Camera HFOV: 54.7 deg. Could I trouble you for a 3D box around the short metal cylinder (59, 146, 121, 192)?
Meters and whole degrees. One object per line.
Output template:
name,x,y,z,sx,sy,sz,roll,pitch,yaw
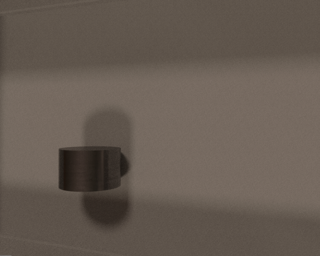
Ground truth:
short metal cylinder,-0.093,0.052,0.413,0.080,0.080,0.050,0,90,19
